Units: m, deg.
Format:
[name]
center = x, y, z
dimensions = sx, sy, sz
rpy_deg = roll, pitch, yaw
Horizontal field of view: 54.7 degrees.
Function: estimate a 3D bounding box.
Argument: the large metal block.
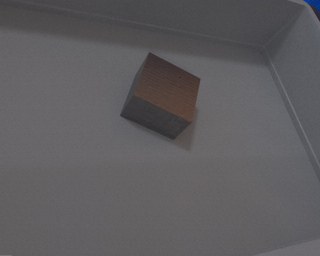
[large metal block]
center = 0.002, -0.042, 0.418
dimensions = 0.080, 0.050, 0.080
rpy_deg = 25, 53, -13
